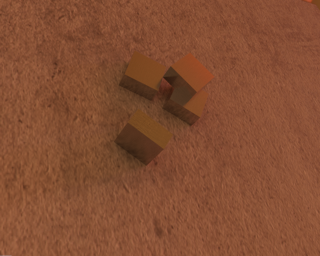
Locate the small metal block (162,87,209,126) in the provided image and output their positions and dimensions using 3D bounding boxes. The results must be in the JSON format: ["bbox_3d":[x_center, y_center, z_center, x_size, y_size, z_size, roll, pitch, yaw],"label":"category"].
[{"bbox_3d":[0.038,-0.039,0.450,0.050,0.025,0.050,31,52,-9],"label":"small metal block"}]

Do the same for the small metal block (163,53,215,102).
[{"bbox_3d":[0.041,-0.073,0.440,0.050,0.025,0.050,46,51,3],"label":"small metal block"}]

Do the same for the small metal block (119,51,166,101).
[{"bbox_3d":[-0.024,-0.074,0.437,0.050,0.025,0.050,25,53,-13],"label":"small metal block"}]

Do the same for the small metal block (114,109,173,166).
[{"bbox_3d":[-0.021,0.012,0.370,0.050,0.050,0.025,37,51,-4],"label":"small metal block"}]
